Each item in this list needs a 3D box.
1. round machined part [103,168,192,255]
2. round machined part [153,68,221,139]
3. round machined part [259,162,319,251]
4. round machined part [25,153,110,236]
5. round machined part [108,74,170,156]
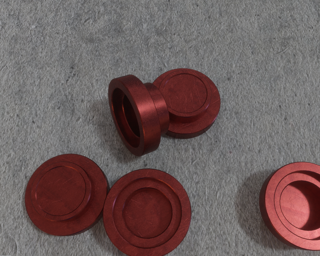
[{"bbox_3d":[-0.014,0.100,0.362,0.099,0.042,0.098,0,70,0],"label":"round machined part"},{"bbox_3d":[0.032,-0.038,0.413,0.099,0.042,0.098,0,70,0],"label":"round machined part"},{"bbox_3d":[0.166,0.092,0.366,0.099,0.042,0.098,0,70,0],"label":"round machined part"},{"bbox_3d":[-0.112,0.077,0.370,0.099,0.042,0.098,0,70,0],"label":"round machined part"},{"bbox_3d":[-0.024,-0.018,0.378,0.042,0.098,0.098,-20,71,-24],"label":"round machined part"}]
